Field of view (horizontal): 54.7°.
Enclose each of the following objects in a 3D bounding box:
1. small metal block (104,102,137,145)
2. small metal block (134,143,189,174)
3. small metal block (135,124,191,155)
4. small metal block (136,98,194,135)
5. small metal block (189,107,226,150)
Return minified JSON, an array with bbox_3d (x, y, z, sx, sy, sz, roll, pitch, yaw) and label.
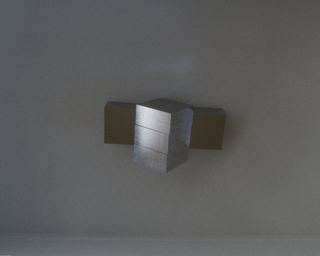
[{"bbox_3d":[-0.046,-0.006,0.407,0.050,0.025,0.050,4,110,-2],"label":"small metal block"},{"bbox_3d":[0.002,0.031,0.397,0.050,0.050,0.025,16,113,33],"label":"small metal block"},{"bbox_3d":[0.004,0.007,0.388,0.050,0.050,0.025,16,113,33],"label":"small metal block"},{"bbox_3d":[0.006,-0.016,0.379,0.050,0.050,0.025,17,113,32],"label":"small metal block"},{"bbox_3d":[0.057,0.000,0.411,0.050,0.025,0.050,3,110,-2],"label":"small metal block"}]
